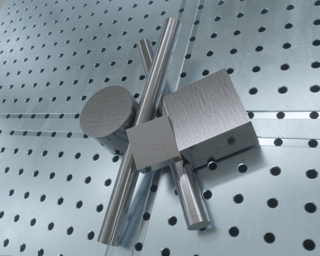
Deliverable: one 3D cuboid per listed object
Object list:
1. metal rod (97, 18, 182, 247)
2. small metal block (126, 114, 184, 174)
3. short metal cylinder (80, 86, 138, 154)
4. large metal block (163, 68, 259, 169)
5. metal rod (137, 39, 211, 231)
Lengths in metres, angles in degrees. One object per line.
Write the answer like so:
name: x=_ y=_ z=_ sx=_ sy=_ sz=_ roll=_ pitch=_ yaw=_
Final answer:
metal rod: x=-0.021 y=-0.007 z=0.393 sx=0.025 sy=0.025 sz=0.299 roll=7 pitch=73 yaw=31
small metal block: x=-0.006 y=0.019 z=0.354 sx=0.050 sy=0.025 sz=0.050 roll=-20 pitch=69 yaw=6
short metal cylinder: x=-0.062 y=-0.011 z=0.427 sx=0.080 sy=0.050 sz=0.080 roll=-13 pitch=57 yaw=20
large metal block: x=0.058 y=-0.011 z=0.363 sx=0.080 sy=0.050 sz=0.080 roll=-24 pitch=53 yaw=13
metal rod: x=0.008 y=-0.015 z=0.409 sx=0.025 sy=0.025 sz=0.299 roll=-25 pitch=53 yaw=13
